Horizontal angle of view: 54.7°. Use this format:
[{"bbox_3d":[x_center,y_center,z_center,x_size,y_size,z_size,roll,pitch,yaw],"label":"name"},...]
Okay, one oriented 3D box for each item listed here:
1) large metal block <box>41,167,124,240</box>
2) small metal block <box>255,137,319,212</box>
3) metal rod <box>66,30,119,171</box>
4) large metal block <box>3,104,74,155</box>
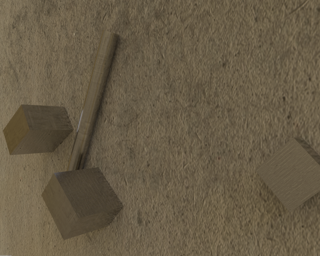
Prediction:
[{"bbox_3d":[-0.116,0.109,0.465,0.080,0.081,0.050,50,120,28],"label":"large metal block"},{"bbox_3d":[0.130,0.044,0.297,0.050,0.025,0.050,-50,61,28],"label":"small metal block"},{"bbox_3d":[-0.119,-0.007,0.502,0.025,0.025,0.298,29,108,36],"label":"metal rod"},{"bbox_3d":[-0.215,0.004,0.546,0.080,0.081,0.050,-40,66,33],"label":"large metal block"}]
